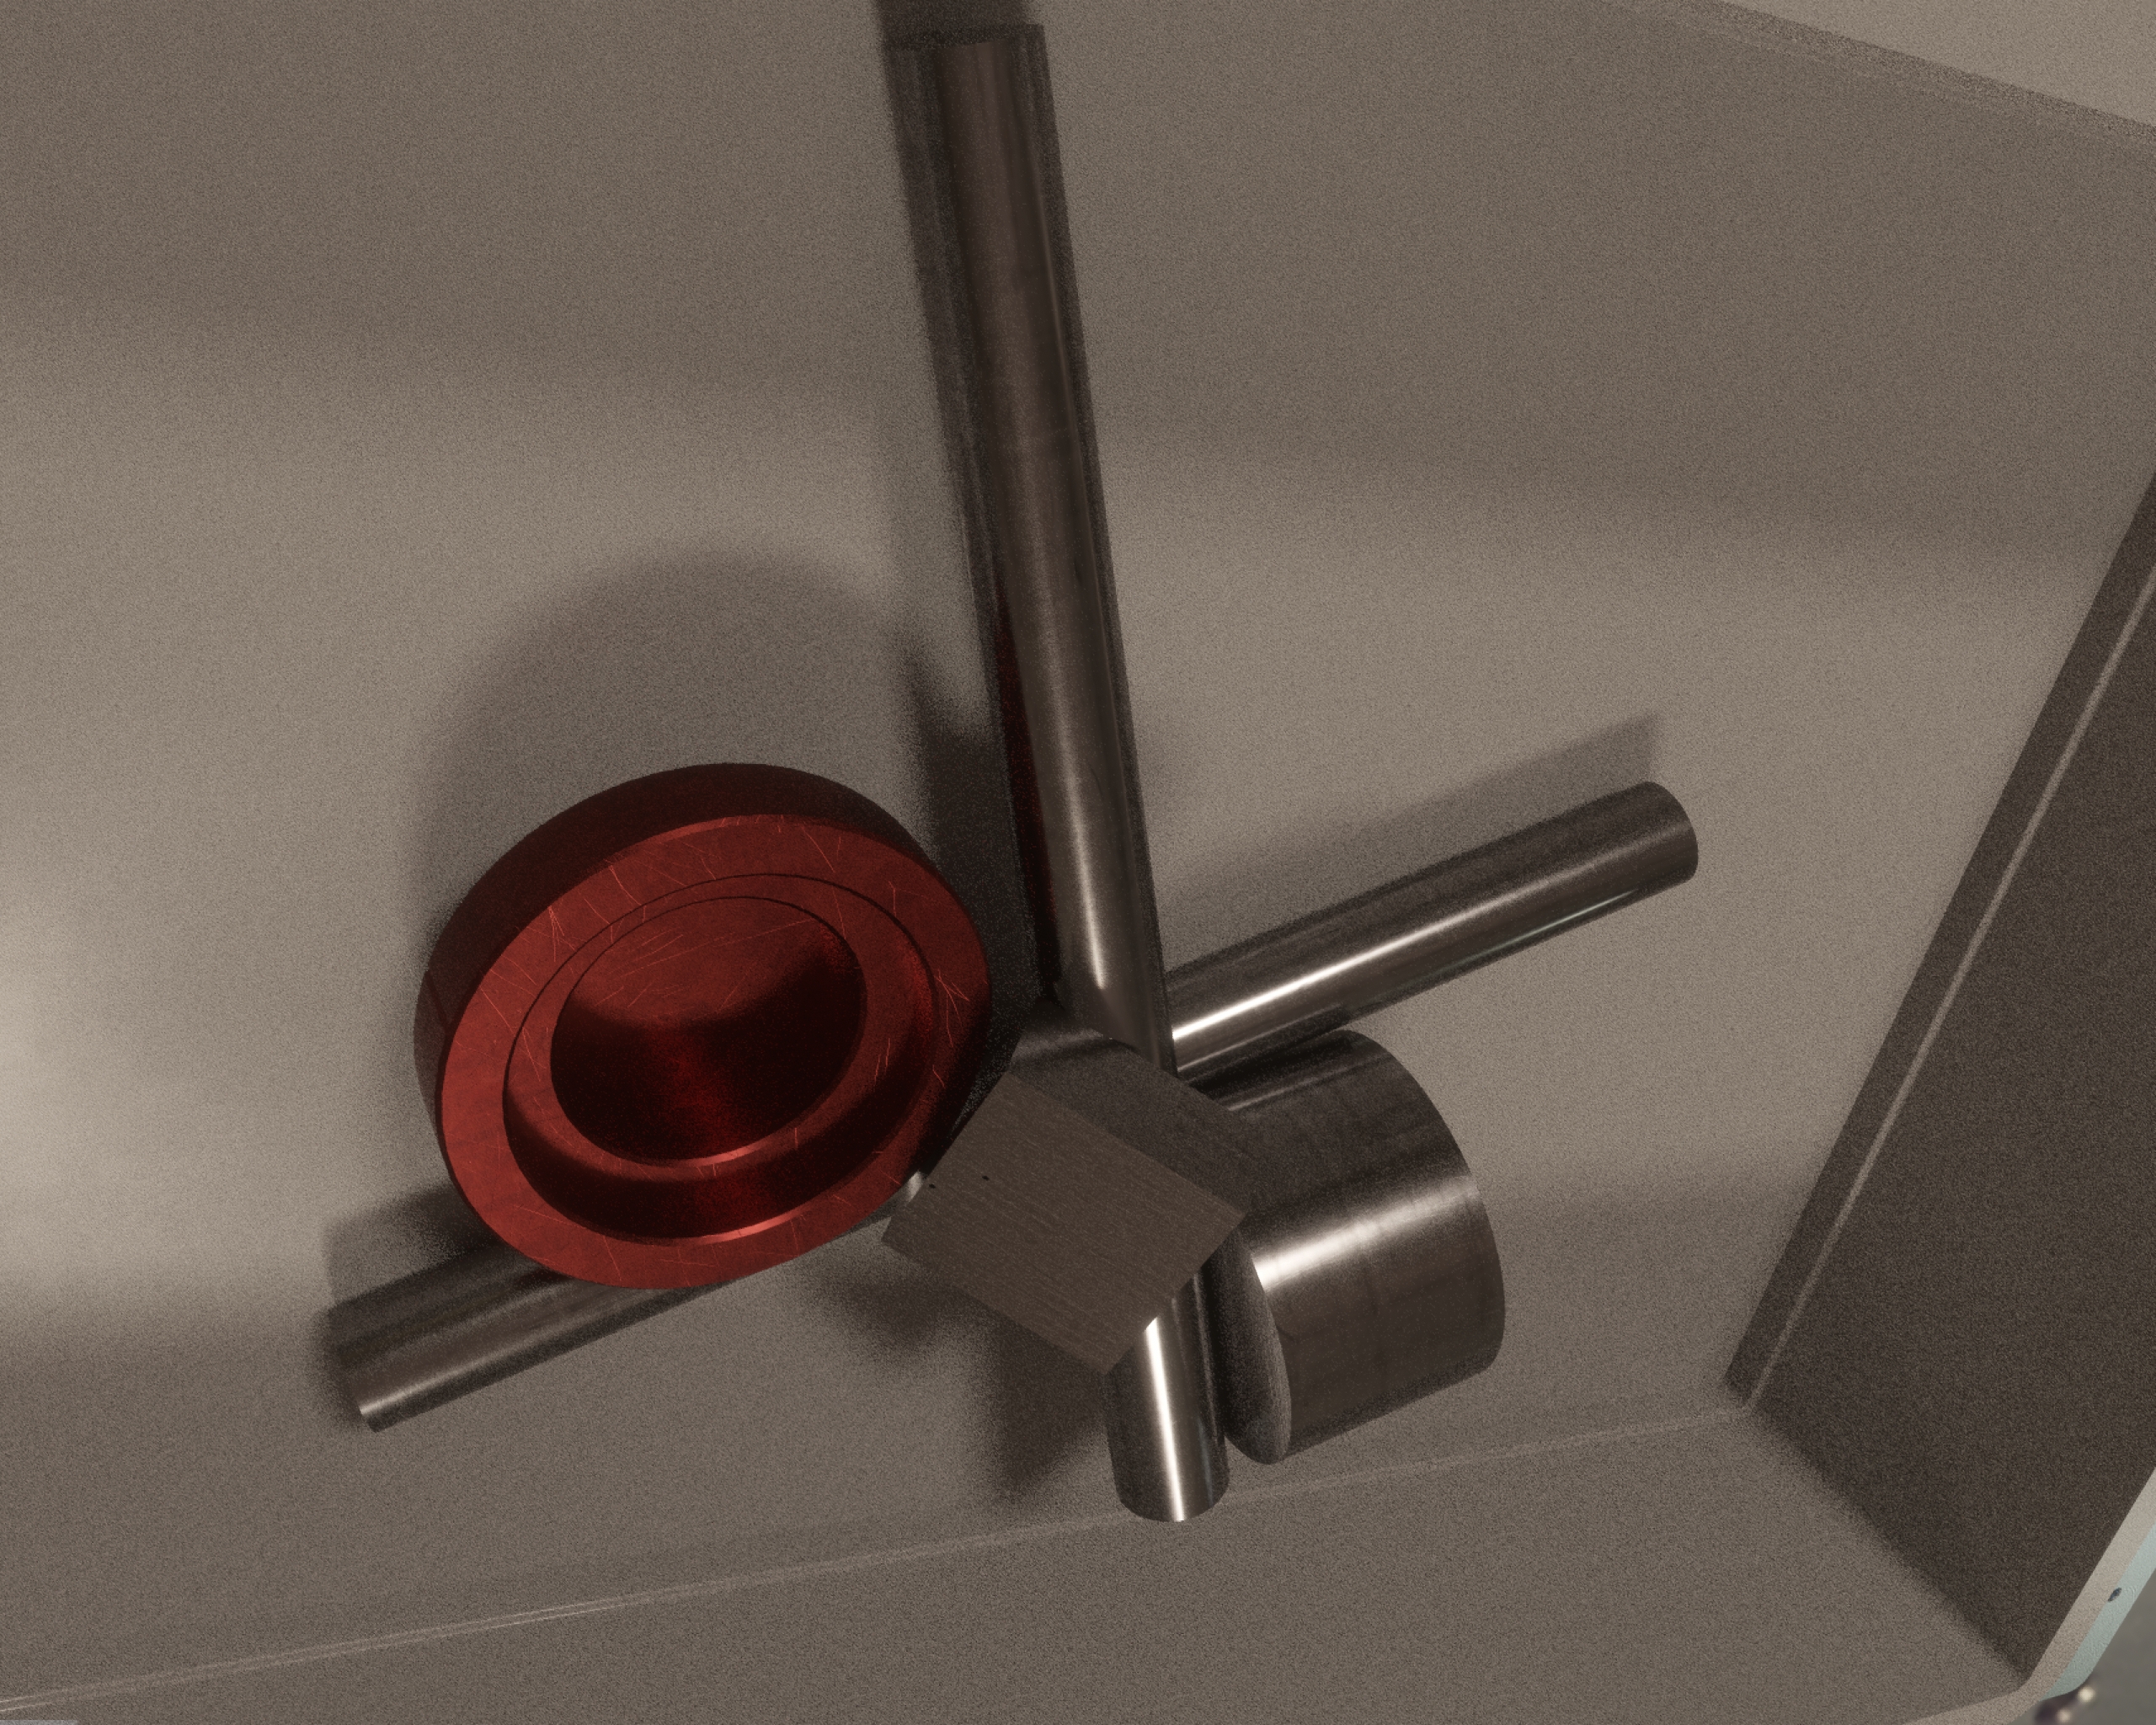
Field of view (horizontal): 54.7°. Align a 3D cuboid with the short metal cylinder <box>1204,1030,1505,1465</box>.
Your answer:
[{"bbox_3d":[0.048,0.082,0.450,0.050,0.080,0.079,-18,126,-18],"label":"short metal cylinder"}]

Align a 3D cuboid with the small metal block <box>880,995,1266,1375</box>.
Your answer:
[{"bbox_3d":[-0.001,0.061,0.392,0.050,0.025,0.050,32,121,-5],"label":"small metal block"}]

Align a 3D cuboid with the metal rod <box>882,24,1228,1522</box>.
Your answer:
[{"bbox_3d":[0.002,0.004,0.389,0.025,0.025,0.298,-18,119,-18],"label":"metal rod"}]

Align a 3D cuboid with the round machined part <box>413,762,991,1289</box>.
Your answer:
[{"bbox_3d":[-0.069,0.025,0.375,0.099,0.042,0.097,-14,125,-21],"label":"round machined part"}]

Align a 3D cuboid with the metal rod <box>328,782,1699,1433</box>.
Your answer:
[{"bbox_3d":[-0.001,0.044,0.435,0.302,0.025,0.025,-21,127,-17],"label":"metal rod"}]
